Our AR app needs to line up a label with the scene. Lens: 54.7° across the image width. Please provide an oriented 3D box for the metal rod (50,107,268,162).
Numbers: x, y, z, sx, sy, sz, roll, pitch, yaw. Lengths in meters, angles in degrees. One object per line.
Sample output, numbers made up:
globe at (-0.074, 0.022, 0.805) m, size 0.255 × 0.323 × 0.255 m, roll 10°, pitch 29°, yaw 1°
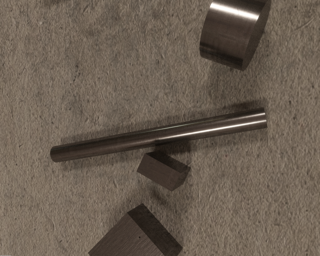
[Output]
metal rod at (-0.015, 0.013, 0.413) m, size 0.301 × 0.025 × 0.025 m, roll -10°, pitch 87°, yaw 19°

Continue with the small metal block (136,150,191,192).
small metal block at (0.006, 0.053, 0.393) m, size 0.050 × 0.050 × 0.025 m, roll 27°, pitch 99°, yaw 17°

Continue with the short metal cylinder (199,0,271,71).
short metal cylinder at (0.085, -0.110, 0.350) m, size 0.050 × 0.080 × 0.080 m, roll 24°, pitch 98°, yaw 18°

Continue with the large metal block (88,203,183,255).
large metal block at (-0.031, 0.161, 0.406) m, size 0.080 × 0.050 × 0.080 m, roll 46°, pitch 104°, yaw 14°
